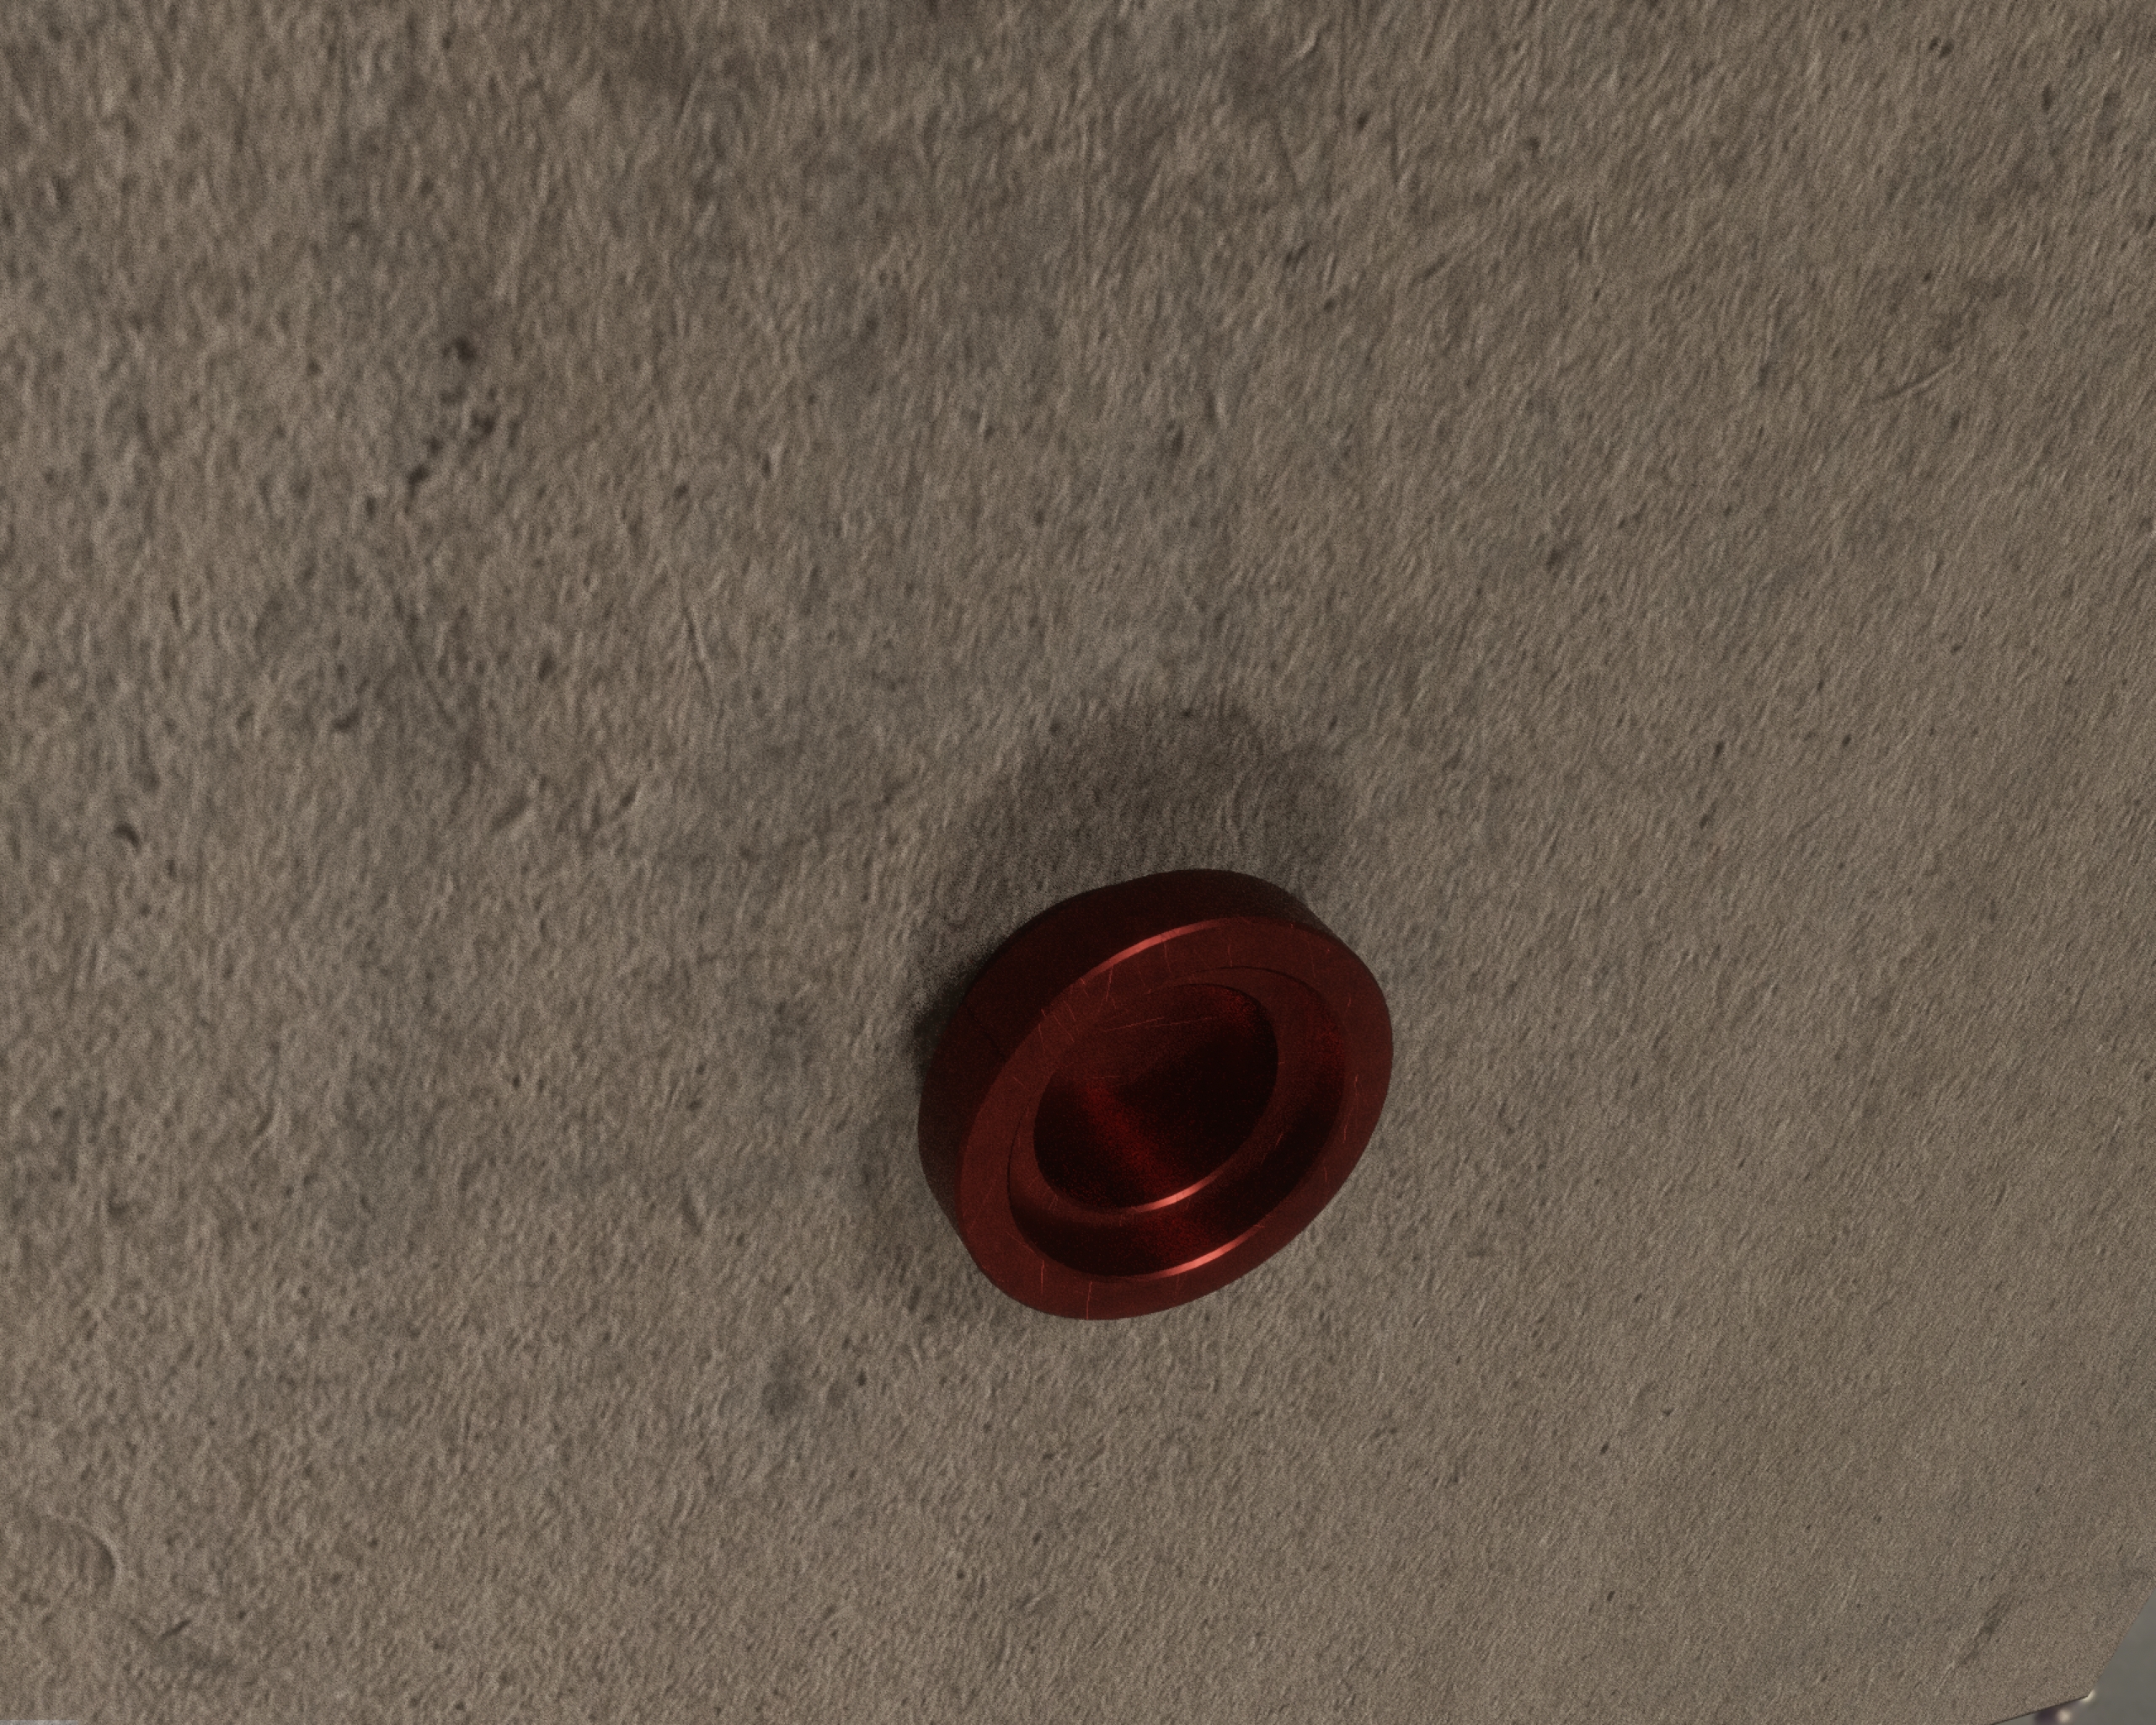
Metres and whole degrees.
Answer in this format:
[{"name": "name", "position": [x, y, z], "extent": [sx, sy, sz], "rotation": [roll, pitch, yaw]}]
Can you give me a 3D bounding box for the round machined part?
[{"name": "round machined part", "position": [0.012, 0.043, 0.432], "extent": [0.099, 0.042, 0.097], "rotation": [-14, 125, -21]}]
